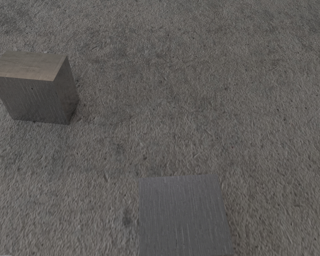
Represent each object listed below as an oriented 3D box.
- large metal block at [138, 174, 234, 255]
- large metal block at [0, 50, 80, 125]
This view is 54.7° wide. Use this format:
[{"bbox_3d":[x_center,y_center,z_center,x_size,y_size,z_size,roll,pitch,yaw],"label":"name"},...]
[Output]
[{"bbox_3d":[0.021,0.095,0.307,0.081,0.050,0.080,-3,50,-2],"label":"large metal block"},{"bbox_3d":[-0.161,-0.052,0.410,0.080,0.080,0.050,6,50,5],"label":"large metal block"}]
